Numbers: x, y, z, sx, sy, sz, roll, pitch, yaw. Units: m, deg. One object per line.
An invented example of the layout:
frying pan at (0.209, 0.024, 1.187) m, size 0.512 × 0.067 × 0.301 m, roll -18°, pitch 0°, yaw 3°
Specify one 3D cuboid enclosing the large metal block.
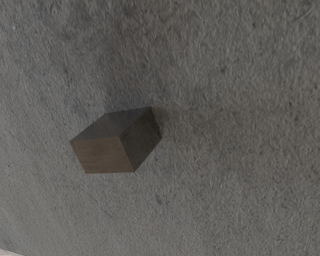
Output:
large metal block at (-0.056, 0.016, 0.411) m, size 0.080 × 0.080 × 0.050 m, roll -7°, pitch 115°, yaw 31°
